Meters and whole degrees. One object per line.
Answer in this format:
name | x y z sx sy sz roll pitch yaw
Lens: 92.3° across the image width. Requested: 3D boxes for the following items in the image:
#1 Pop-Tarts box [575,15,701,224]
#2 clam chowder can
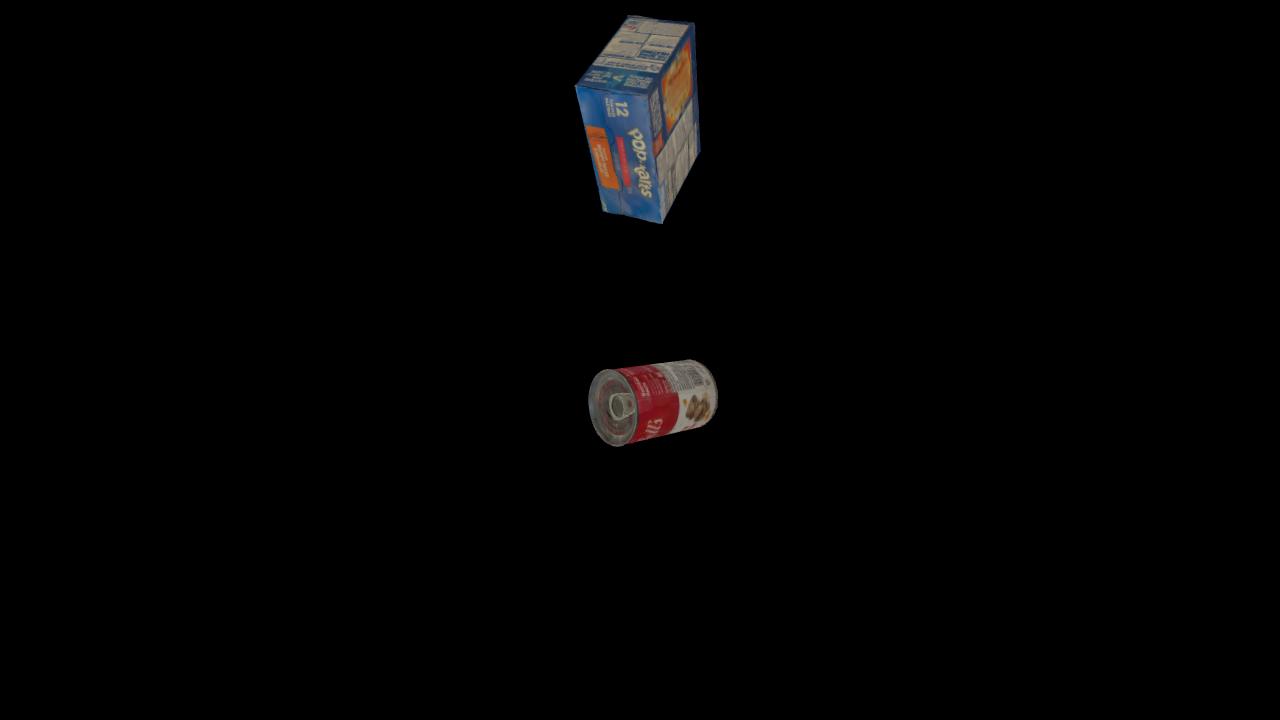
Pop-Tarts box | 0.006 -0.269 0.697 0.083 0.141 0.167 14 -31 18
clam chowder can | 0.013 0.036 0.560 0.102 0.068 0.068 -8 5 -40
